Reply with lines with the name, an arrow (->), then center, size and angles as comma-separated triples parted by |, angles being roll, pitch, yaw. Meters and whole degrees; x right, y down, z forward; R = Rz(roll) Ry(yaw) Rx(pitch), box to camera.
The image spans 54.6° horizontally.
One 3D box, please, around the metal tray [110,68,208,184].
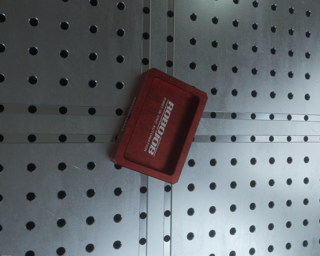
metal tray -> 0.000, -0.002, 0.409 | 0.090, 0.030, 0.130 | 23, 83, -19
